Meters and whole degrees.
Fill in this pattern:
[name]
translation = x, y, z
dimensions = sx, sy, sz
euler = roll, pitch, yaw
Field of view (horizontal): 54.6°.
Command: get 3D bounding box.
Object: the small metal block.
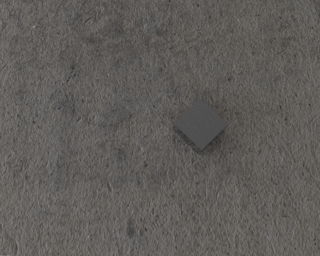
[small metal block]
translation = 0.053, -0.002, 0.409
dimensions = 0.050, 0.025, 0.050
euler = -42, 76, -14
